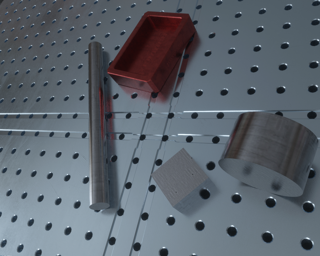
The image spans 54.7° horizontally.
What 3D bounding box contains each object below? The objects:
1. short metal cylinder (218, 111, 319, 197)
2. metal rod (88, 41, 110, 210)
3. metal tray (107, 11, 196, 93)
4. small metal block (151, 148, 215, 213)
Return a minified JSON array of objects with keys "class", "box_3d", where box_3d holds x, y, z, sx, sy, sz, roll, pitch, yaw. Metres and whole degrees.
[{"class":"short metal cylinder","box_3d":[0.104,0.026,0.302,0.080,0.080,0.050,15,70,33]},{"class":"metal rod","box_3d":[-0.096,-0.024,0.470,0.025,0.025,0.299,-21,54,16]},{"class":"metal tray","box_3d":[-0.013,-0.123,0.485,0.090,0.030,0.130,19,71,34]},{"class":"small metal block","box_3d":[0.026,0.060,0.357,0.050,0.025,0.050,-40,51,1]}]
